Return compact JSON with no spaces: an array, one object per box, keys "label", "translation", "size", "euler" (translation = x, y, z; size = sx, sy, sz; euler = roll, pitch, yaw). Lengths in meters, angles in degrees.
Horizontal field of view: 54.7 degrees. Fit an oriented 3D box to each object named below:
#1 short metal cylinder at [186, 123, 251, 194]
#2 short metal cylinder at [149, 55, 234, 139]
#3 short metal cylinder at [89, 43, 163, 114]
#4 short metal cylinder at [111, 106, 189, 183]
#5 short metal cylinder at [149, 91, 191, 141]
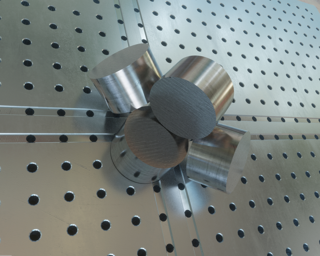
[{"label":"short metal cylinder","translation":[0.074,0.035,0.384],"size":[0.050,0.079,0.080],"euler":[18,45,27]},{"label":"short metal cylinder","translation":[0.036,-0.034,0.348],"size":[0.080,0.080,0.050],"euler":[41,51,0]},{"label":"short metal cylinder","translation":[-0.039,-0.062,0.382],"size":[0.080,0.080,0.050],"euler":[-55,129,-39]},{"label":"short metal cylinder","translation":[-0.013,0.020,0.373],"size":[0.081,0.050,0.080],"euler":[14,56,-21]},{"label":"short metal cylinder","translation":[0.030,-0.026,0.425],"size":[0.081,0.050,0.080],"euler":[14,56,-21]}]
